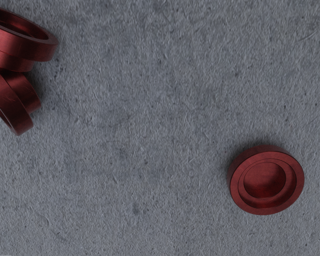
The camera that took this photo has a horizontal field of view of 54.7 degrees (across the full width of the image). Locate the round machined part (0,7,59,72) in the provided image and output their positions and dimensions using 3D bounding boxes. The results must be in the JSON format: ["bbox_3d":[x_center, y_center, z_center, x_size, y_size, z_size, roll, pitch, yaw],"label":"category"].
[{"bbox_3d":[-0.166,-0.095,0.334,0.098,0.098,0.042,27,108,-10],"label":"round machined part"}]

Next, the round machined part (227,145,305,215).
[{"bbox_3d":[0.141,0.067,0.427,0.099,0.042,0.097,0,110,0],"label":"round machined part"}]

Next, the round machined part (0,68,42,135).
[{"bbox_3d":[-0.178,-0.042,0.364,0.042,0.098,0.098,-38,110,-24],"label":"round machined part"}]
